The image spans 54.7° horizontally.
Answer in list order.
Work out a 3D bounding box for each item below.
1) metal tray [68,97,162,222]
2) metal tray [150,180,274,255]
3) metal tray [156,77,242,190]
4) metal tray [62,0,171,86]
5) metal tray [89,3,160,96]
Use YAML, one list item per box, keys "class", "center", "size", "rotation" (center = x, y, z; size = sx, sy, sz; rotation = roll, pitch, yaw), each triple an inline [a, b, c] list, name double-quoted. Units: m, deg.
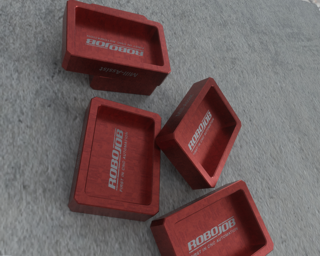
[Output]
- class: "metal tray"
  center: [-0.046, 0.034, 0.355]
  size: [0.091, 0.030, 0.130]
  rotation: [15, 56, -20]
- class: "metal tray"
  center: [0.063, 0.123, 0.353]
  size: [0.131, 0.030, 0.090]
  rotation: [-16, 78, -35]
- class: "metal tray"
  center: [0.057, 0.004, 0.408]
  size: [0.090, 0.030, 0.130]
  rotation: [53, 47, -20]
- class: "metal tray"
  center: [-0.055, -0.107, 0.397]
  size: [0.131, 0.030, 0.090]
  rotation: [6, 59, -26]
- class: "metal tray"
  center: [-0.056, -0.112, 0.440]
  size: [0.091, 0.030, 0.130]
  rotation: [3, 60, -27]
